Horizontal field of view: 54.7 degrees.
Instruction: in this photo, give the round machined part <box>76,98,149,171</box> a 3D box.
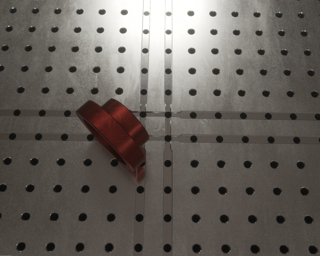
[{"bbox_3d":[-0.051,0.003,0.371,0.098,0.098,0.042,43,75,13],"label":"round machined part"}]
